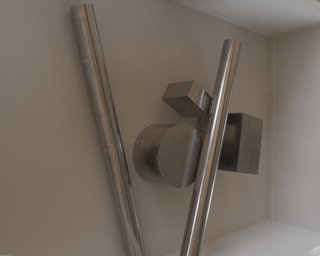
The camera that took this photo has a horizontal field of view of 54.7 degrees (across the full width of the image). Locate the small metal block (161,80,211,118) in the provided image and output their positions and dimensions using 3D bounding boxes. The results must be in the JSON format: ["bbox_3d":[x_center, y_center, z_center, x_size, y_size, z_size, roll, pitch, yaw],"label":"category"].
[{"bbox_3d":[0.040,-0.038,0.426,0.050,0.050,0.025,38,67,-34],"label":"small metal block"}]

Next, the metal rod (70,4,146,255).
[{"bbox_3d":[-0.057,0.013,0.360,0.025,0.025,0.298,-18,102,-39],"label":"metal rod"}]

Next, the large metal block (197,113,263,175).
[{"bbox_3d":[0.099,0.023,0.457,0.050,0.080,0.080,13,82,-40],"label":"large metal block"}]

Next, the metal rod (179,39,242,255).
[{"bbox_3d":[0.067,0.026,0.399,0.025,0.025,0.299,22,76,-38],"label":"metal rod"}]

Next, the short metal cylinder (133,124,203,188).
[{"bbox_3d":[0.012,0.035,0.402,0.081,0.050,0.079,0,90,-40],"label":"short metal cylinder"}]
